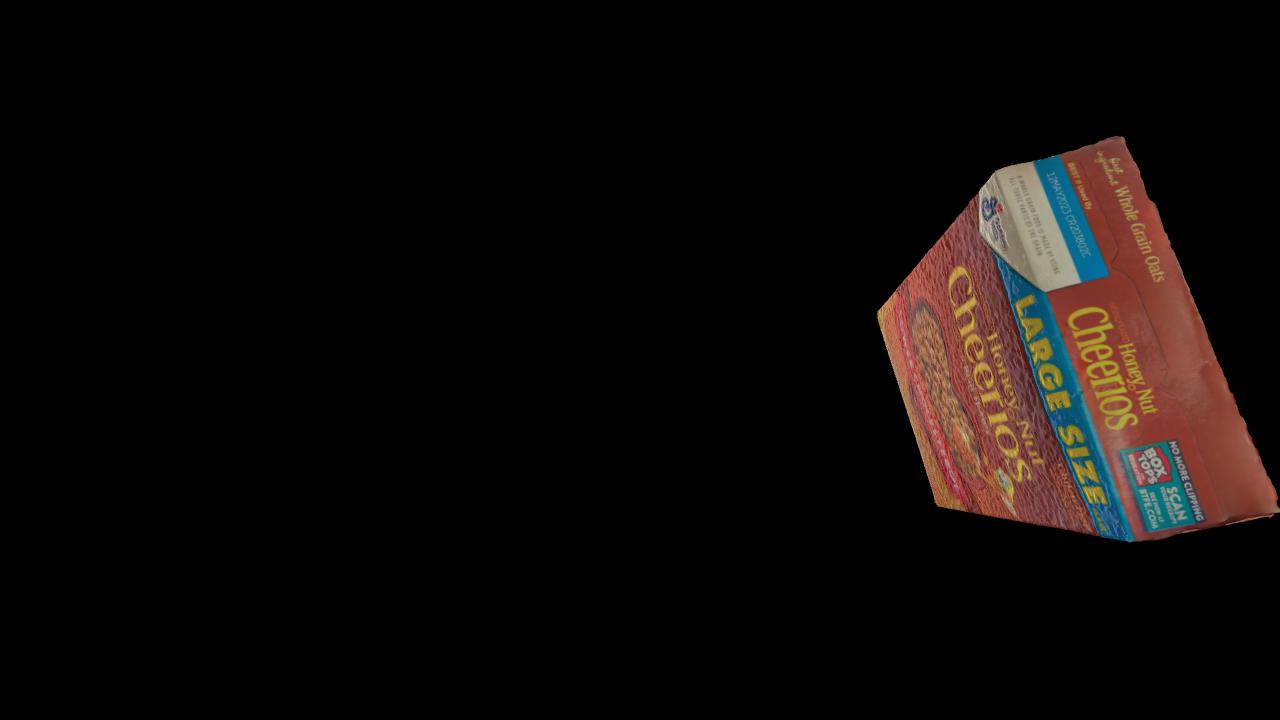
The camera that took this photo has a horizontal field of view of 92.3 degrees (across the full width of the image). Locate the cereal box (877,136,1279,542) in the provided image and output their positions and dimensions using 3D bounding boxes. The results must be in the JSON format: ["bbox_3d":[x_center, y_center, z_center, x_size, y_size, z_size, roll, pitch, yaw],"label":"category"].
[{"bbox_3d":[0.266,0.010,0.450,0.081,0.203,0.306,-14,-12,7],"label":"cereal box"}]
